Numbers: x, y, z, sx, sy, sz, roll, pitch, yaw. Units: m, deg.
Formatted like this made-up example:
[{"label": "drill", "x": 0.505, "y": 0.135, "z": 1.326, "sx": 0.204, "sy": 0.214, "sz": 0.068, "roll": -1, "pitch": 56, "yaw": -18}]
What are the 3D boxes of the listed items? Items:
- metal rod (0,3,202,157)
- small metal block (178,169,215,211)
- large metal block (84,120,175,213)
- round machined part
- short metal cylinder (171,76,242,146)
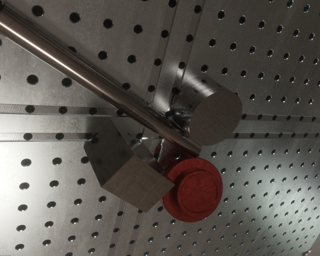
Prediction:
[{"label": "metal rod", "x": -0.045, "y": -0.034, "z": 0.366, "sx": 0.301, "sy": 0.025, "sz": 0.025, "roll": 34, "pitch": 99, "yaw": -39}, {"label": "small metal block", "x": 0.061, "y": 0.102, "z": 0.510, "sx": 0.050, "sy": 0.025, "sz": 0.050, "roll": -22, "pitch": 127, "yaw": -16}, {"label": "large metal block", "x": -0.039, "y": 0.047, "z": 0.385, "sx": 0.050, "sy": 0.080, "sz": 0.080, "roll": -45, "pitch": 130, "yaw": 3}, {"label": "round machined part", "x": 0.050, "y": 0.093, "z": 0.461, "sx": 0.099, "sy": 0.042, "sz": 0.097, "roll": -1, "pitch": 92, "yaw": -17}, {"label": "short metal cylinder", "x": 0.062, "y": -0.023, "z": 0.417, "sx": 0.081, "sy": 0.050, "sz": 0.079, "roll": -14, "pitch": 125, "yaw": -21}]
